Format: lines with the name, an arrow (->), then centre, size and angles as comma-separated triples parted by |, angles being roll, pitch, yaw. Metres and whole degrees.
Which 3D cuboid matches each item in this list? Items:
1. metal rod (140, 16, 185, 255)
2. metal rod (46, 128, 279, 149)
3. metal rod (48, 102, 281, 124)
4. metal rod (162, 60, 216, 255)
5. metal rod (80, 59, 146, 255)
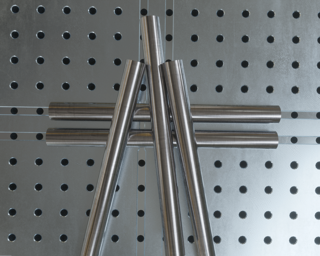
metal rod -> 0.003, 0.012, 0.389 | 0.025, 0.025, 0.298 | -6, 90, 0
metal rod -> 0.003, 0.014, 0.414 | 0.302, 0.025, 0.025 | 1, 90, -1
metal rod -> 0.007, -0.020, 0.414 | 0.302, 0.025, 0.025 | 1, 90, -1
metal rod -> 0.042, 0.065, 0.395 | 0.025, 0.025, 0.298 | -11, 97, 0
metal rod -> -0.066, 0.063, 0.394 | 0.025, 0.025, 0.298 | 14, 97, -1
